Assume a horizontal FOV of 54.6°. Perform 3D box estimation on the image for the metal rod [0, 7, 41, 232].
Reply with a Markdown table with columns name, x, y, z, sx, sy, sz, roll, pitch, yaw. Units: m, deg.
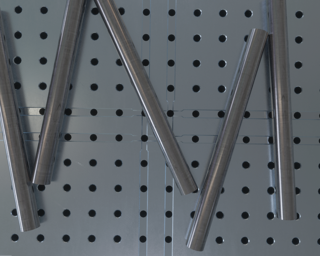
| name | x | y | z | sx | sy | sz | roll | pitch | yaw |
| --- | --- | --- | --- | --- | --- | --- | --- | --- | --- |
| metal rod | -0.199 | -0.014 | 0.412 | 0.025 | 0.025 | 0.299 | -10 | 90 | 0 |

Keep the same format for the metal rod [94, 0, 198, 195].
| name | x | y | z | sx | sy | sz | roll | pitch | yaw |
| --- | --- | --- | --- | --- | --- | --- | --- | --- | --- |
| metal rod | -0.022 | -0.052 | 0.413 | 0.025 | 0.025 | 0.299 | -24 | 90 | 0 |

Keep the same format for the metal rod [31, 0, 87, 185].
| name | x | y | z | sx | sy | sz | roll | pitch | yaw |
| --- | --- | --- | --- | --- | --- | --- | --- | --- | --- |
| metal rod | -0.129 | -0.074 | 0.412 | 0.025 | 0.025 | 0.299 | 11 | 90 | 0 |

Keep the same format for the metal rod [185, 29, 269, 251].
| name | x | y | z | sx | sy | sz | roll | pitch | yaw |
| --- | --- | --- | --- | --- | --- | --- | --- | --- | --- |
| metal rod | 0.089 | 0.015 | 0.413 | 0.025 | 0.025 | 0.299 | 17 | 90 | 0 |

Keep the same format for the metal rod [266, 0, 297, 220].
| name | x | y | z | sx | sy | sz | roll | pitch | yaw |
| --- | --- | --- | --- | --- | --- | --- | --- | --- | --- |
| metal rod | 0.162 | -0.030 | 0.414 | 0.025 | 0.025 | 0.298 | -3 | 90 | 0 |
